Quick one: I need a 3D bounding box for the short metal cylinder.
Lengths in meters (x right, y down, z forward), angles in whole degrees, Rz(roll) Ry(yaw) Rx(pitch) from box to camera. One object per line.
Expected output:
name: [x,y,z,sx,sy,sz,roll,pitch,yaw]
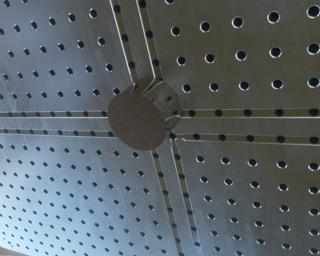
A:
short metal cylinder: [-0.019,-0.018,0.394,0.080,0.050,0.080,13,124,21]
